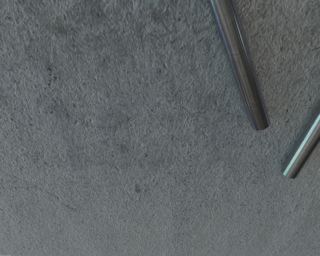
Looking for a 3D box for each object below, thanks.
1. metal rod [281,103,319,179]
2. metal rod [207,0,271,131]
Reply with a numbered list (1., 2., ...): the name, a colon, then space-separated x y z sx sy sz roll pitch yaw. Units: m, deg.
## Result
1. metal rod: 0.216 -0.046 0.370 0.025 0.025 0.298 6 130 -6
2. metal rod: 0.069 -0.109 0.314 0.025 0.025 0.299 -19 128 15
